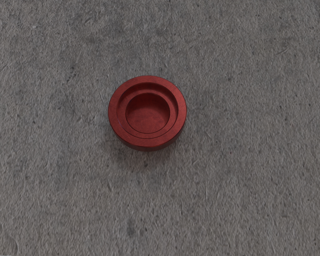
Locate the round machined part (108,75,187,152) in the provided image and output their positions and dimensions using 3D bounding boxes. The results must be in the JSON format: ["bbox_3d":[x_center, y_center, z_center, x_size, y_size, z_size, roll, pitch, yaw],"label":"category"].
[{"bbox_3d":[-0.016,-0.016,0.405,0.099,0.042,0.098,0,70,0],"label":"round machined part"}]
